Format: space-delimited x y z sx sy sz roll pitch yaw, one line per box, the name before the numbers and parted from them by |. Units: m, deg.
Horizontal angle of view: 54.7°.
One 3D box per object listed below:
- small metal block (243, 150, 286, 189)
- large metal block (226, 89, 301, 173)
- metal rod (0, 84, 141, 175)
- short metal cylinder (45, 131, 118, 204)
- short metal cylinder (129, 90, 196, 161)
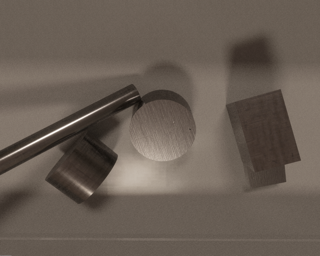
small metal block | 0.145 0.053 0.433 0.050 0.025 0.050 -12 110 4
large metal block | 0.120 0.002 0.373 0.050 0.080 0.080 -16 90 5
metal rod | -0.158 0.026 0.359 0.302 0.025 0.025 -29 109 -14
short metal cylinder | -0.100 0.050 0.399 0.050 0.080 0.080 42 105 -14
short metal cylinder | 0.003 -0.004 0.396 0.081 0.050 0.079 0 110 -1
